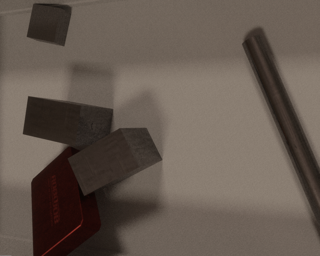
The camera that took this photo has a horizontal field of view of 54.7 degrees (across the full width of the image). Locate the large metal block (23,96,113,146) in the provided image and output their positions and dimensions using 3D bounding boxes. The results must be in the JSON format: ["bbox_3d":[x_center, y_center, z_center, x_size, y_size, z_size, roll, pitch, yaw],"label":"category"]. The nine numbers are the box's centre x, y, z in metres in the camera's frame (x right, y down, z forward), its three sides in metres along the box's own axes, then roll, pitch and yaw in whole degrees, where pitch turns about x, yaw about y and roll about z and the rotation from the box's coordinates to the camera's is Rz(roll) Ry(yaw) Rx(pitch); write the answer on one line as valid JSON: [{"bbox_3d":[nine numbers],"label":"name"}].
[{"bbox_3d":[-0.122,-0.010,0.423,0.080,0.080,0.050,11,94,19],"label":"large metal block"}]

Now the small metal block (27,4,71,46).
[{"bbox_3d":[-0.168,-0.155,0.468,0.050,0.025,0.050,15,95,18],"label":"small metal block"}]

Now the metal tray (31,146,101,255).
[{"bbox_3d":[-0.131,0.099,0.417,0.090,0.030,0.130,-40,45,15],"label":"metal tray"}]

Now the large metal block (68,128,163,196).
[{"bbox_3d":[-0.055,0.040,0.399,0.080,0.080,0.050,-29,81,17],"label":"large metal block"}]

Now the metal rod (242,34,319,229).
[{"bbox_3d":[0.162,0.033,0.353,0.025,0.025,0.299,-23,83,18],"label":"metal rod"}]
